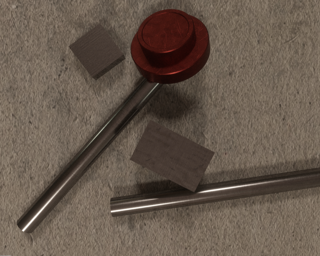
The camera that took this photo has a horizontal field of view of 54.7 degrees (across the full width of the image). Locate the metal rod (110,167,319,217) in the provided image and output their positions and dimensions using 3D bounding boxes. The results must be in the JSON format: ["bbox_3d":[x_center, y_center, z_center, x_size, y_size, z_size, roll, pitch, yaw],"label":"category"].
[{"bbox_3d":[0.086,0.084,0.411,0.302,0.025,0.025,-8,90,-1],"label":"metal rod"}]

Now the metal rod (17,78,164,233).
[{"bbox_3d":[-0.078,0.017,0.408,0.025,0.025,0.300,42,90,-1],"label":"metal rod"}]

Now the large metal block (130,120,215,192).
[{"bbox_3d":[0.014,0.031,0.383,0.080,0.080,0.050,27,90,-1],"label":"large metal block"}]

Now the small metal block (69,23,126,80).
[{"bbox_3d":[-0.082,-0.100,0.409,0.050,0.025,0.050,-37,90,0],"label":"small metal block"}]

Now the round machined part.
[{"bbox_3d":[0.010,-0.106,0.380,0.098,0.042,0.098,-6,62,11],"label":"round machined part"}]
